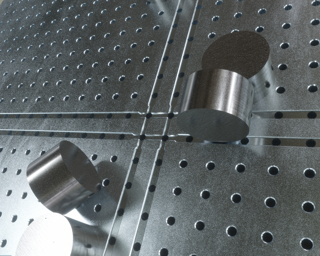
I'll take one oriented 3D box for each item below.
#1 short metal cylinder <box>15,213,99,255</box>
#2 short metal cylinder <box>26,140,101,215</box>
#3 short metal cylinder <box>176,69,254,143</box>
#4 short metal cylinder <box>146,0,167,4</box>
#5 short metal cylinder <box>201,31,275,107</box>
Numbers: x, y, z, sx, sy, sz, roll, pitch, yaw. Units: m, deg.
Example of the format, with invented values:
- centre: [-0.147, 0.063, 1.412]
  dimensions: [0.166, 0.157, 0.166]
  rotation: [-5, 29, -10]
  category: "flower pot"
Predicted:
- centre: [-0.120, 0.146, 0.364]
  dimensions: [0.080, 0.050, 0.080]
  rotation: [-13, 56, 20]
  category: "short metal cylinder"
- centre: [-0.121, 0.063, 0.396]
  dimensions: [0.050, 0.080, 0.080]
  rotation: [-35, 52, 5]
  category: "short metal cylinder"
- centre: [0.063, -0.023, 0.353]
  dimensions: [0.080, 0.080, 0.050]
  rotation: [0, 62, 28]
  category: "short metal cylinder"
- centre: [-0.004, -0.274, 0.561]
  dimensions: [0.080, 0.050, 0.080]
  rotation: [-13, 56, 21]
  category: "short metal cylinder"
- centre: [0.098, -0.073, 0.385]
  dimensions: [0.080, 0.050, 0.080]
  rotation: [-13, 56, 20]
  category: "short metal cylinder"
